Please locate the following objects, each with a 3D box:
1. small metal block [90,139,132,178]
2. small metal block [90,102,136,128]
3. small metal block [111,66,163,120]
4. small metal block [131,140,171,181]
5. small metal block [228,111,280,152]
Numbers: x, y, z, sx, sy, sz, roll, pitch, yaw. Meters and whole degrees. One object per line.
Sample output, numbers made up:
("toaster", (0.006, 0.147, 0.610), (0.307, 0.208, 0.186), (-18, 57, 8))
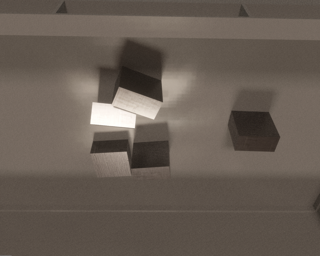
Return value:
("small metal block", (-0.068, 0.044, 0.446), (0.050, 0.025, 0.050), (-3, 130, 2))
("small metal block", (-0.055, -0.014, 0.377), (0.050, 0.050, 0.025), (6, 88, -5))
("small metal block", (-0.026, -0.041, 0.356), (0.050, 0.050, 0.025), (18, 124, -16))
("small metal block", (-0.012, 0.045, 0.431), (0.050, 0.050, 0.025), (-4, 130, 3))
("small metal block", (0.119, 0.003, 0.398), (0.050, 0.050, 0.025), (2, 130, -2))
